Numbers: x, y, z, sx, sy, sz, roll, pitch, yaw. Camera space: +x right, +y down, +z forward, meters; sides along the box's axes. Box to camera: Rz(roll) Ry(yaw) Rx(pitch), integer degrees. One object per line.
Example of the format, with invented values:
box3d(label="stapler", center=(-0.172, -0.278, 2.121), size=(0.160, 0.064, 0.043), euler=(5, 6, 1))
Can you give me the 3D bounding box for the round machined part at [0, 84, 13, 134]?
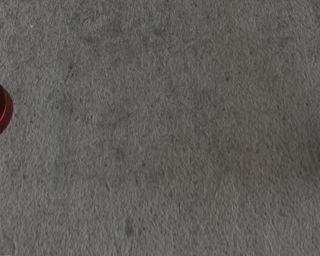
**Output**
box3d(label="round machined part", center=(-0.252, -0.028, 0.406), size=(0.099, 0.042, 0.098), euler=(0, 70, -1))
